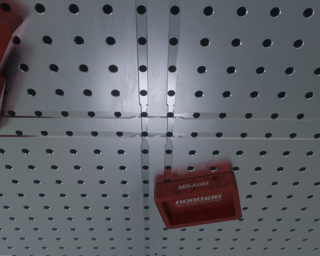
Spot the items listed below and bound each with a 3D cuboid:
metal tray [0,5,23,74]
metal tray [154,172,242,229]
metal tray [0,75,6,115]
[{"bbox_3d":[-0.218,-0.085,0.334,0.090,0.030,0.129,28,125,-22],"label":"metal tray"},{"bbox_3d":[0.064,0.122,0.512,0.130,0.030,0.090,-11,130,9],"label":"metal tray"},{"bbox_3d":[-0.237,-0.021,0.358,0.091,0.030,0.129,13,144,-25],"label":"metal tray"}]
